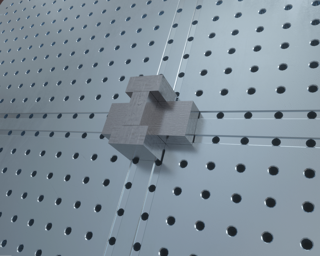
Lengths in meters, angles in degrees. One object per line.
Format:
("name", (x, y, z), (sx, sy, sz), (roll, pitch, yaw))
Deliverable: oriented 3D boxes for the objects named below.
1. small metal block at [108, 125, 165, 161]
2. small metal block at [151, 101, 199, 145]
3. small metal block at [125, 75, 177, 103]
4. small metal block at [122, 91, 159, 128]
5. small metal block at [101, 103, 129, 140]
("small metal block", (-0.028, 0.020, 0.393), (0.050, 0.050, 0.025), (1, 62, 28))
("small metal block", (0.019, -0.007, 0.401), (0.050, 0.025, 0.050), (1, 62, 28))
("small metal block", (-0.011, -0.047, 0.425), (0.050, 0.050, 0.025), (1, 62, 28))
("small metal block", (-0.020, -0.013, 0.409), (0.025, 0.050, 0.050), (1, 62, 28))
("small metal block", (-0.048, -0.008, 0.436), (0.050, 0.025, 0.050), (1, 62, 28))
